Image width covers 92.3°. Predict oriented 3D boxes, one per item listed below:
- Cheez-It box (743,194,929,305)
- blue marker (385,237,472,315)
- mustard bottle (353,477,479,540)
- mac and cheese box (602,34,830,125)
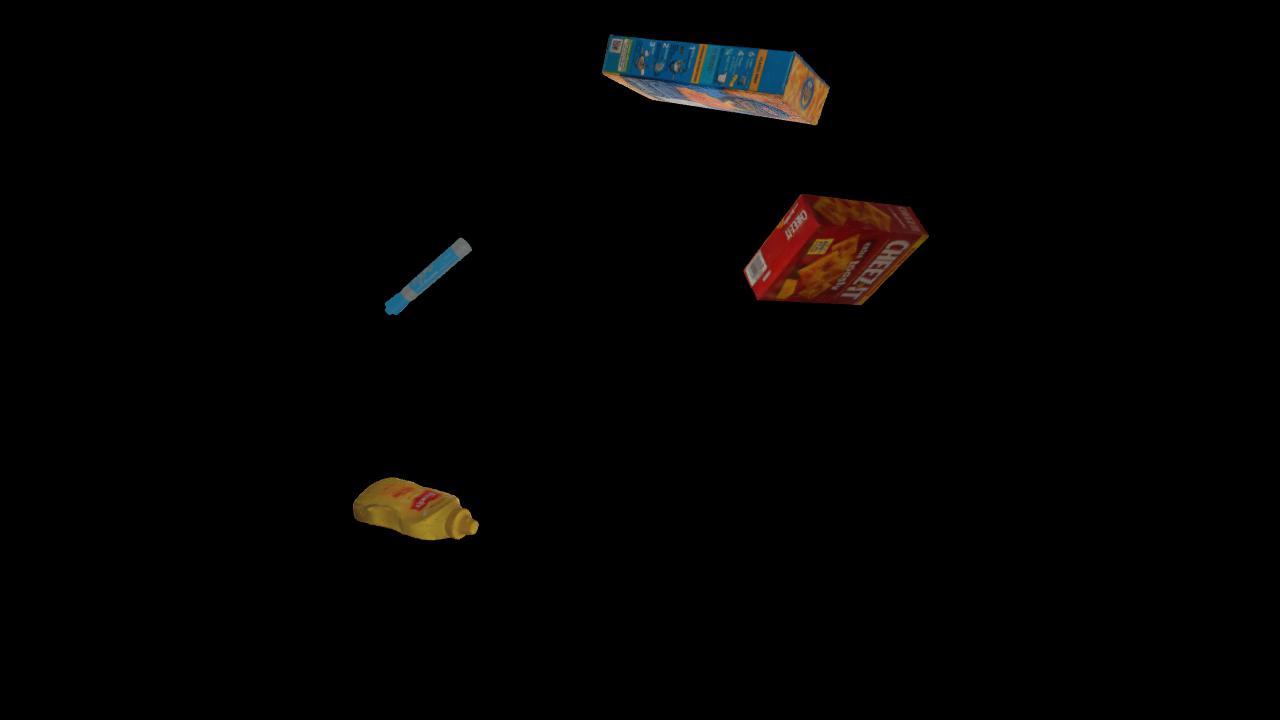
[{"bbox_3d":[0.295,-0.160,0.933,0.223,0.071,0.166,-1,-33,-27],"label":"Cheez-It box"},{"bbox_3d":[-0.240,-0.092,0.692,0.121,0.020,0.020,-39,-5,6],"label":"blue marker"},{"bbox_3d":[-0.308,0.218,0.876,0.184,0.054,0.092,9,12,23],"label":"mustard bottle"},{"bbox_3d":[0.066,-0.254,0.558,0.184,0.041,0.093,23,15,30],"label":"mac and cheese box"}]
